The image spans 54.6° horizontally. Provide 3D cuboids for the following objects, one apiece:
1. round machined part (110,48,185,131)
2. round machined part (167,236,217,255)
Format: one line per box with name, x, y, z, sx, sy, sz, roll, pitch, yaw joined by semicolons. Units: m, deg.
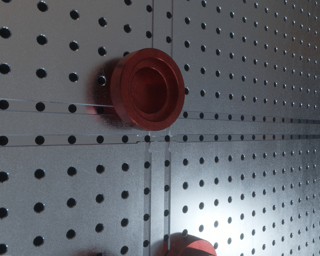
round machined part;-0.019;-0.045;0.381;0.099;0.042;0.097;0;90;-40
round machined part;0.051;0.208;0.441;0.099;0.042;0.097;0;90;-40
